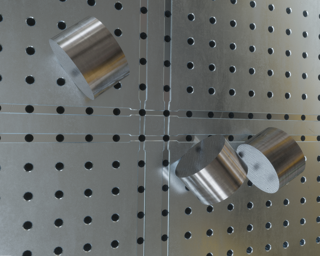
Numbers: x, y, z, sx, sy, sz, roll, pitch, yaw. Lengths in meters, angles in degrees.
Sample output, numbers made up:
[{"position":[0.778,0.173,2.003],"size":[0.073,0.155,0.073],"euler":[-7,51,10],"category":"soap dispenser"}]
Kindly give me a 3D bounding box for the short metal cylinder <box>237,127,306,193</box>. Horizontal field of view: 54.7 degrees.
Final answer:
[{"position":[0.157,0.046,0.443],"size":[0.050,0.080,0.080],"euler":[-30,100,-18],"category":"short metal cylinder"}]

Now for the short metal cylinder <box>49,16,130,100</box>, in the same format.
[{"position":[-0.080,-0.079,0.354],"size":[0.050,0.080,0.080],"euler":[-39,103,-16],"category":"short metal cylinder"}]

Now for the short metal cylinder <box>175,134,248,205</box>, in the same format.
[{"position":[0.067,0.054,0.410],"size":[0.080,0.080,0.050],"euler":[-44,104,-15],"category":"short metal cylinder"}]
